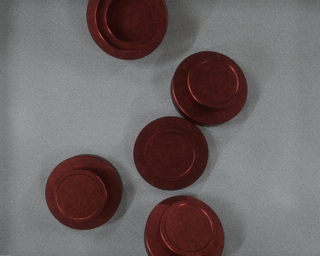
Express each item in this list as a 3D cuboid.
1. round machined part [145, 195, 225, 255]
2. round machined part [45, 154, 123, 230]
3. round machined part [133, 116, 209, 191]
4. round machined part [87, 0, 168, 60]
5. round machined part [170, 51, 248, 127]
[{"bbox_3d":[0.031,0.128,0.379,0.099,0.042,0.098,5,53,-6],"label":"round machined part"},{"bbox_3d":[-0.100,0.084,0.402,0.099,0.042,0.097,0,90,-1],"label":"round machined part"},{"bbox_3d":[0.015,0.033,0.403,0.099,0.042,0.097,0,90,-1],"label":"round machined part"},{"bbox_3d":[-0.038,-0.138,0.391,0.099,0.042,0.097,2,113,4],"label":"round machined part"},{"bbox_3d":[0.065,-0.053,0.394,0.099,0.042,0.097,1,80,-7],"label":"round machined part"}]
